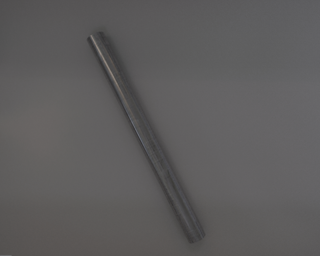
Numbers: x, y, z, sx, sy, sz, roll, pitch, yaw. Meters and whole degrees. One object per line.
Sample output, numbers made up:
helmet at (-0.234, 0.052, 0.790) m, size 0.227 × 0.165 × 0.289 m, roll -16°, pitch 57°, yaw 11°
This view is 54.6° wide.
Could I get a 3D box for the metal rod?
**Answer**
metal rod at (-0.018, 0.013, 0.411) m, size 0.025 × 0.025 × 0.299 m, roll -27°, pitch 90°, yaw 0°
